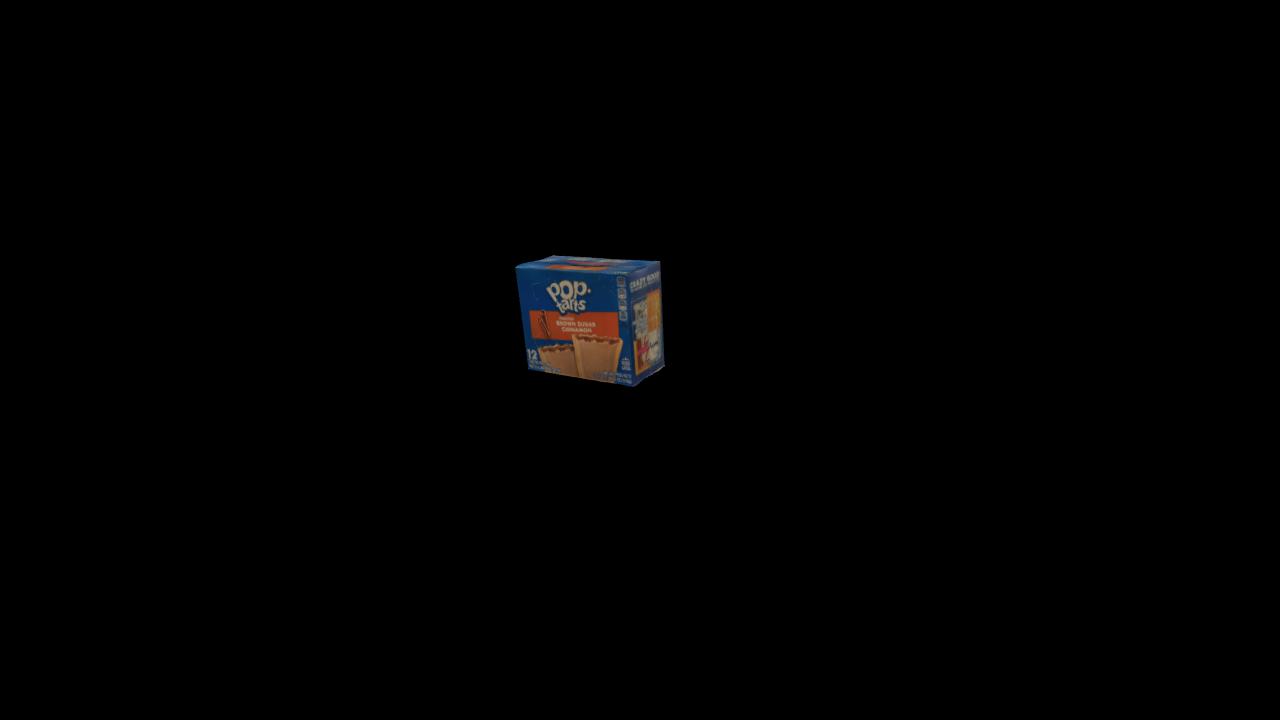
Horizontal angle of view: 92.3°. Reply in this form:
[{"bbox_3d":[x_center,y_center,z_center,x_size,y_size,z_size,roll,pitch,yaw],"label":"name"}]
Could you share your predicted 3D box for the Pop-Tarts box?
[{"bbox_3d":[-0.062,-0.054,0.783,0.167,0.141,0.083,8,23,28],"label":"Pop-Tarts box"}]
